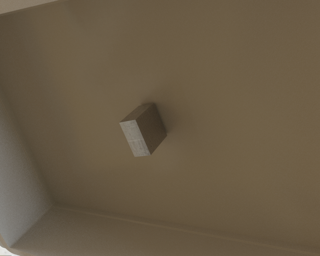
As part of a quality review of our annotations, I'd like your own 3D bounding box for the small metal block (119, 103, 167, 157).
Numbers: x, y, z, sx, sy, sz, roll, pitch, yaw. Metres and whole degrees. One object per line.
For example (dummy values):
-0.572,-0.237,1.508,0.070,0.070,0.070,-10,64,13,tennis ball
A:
-0.020,0.002,0.400,0.025,0.050,0.050,-9,113,32,small metal block
